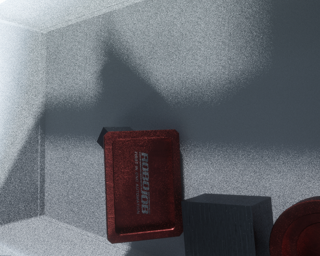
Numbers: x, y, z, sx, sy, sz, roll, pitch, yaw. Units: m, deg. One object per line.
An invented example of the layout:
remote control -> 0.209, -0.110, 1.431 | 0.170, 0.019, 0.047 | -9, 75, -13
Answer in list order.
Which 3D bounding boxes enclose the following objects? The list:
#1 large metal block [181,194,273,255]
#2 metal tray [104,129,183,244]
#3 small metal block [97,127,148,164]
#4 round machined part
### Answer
large metal block -> 0.073, 0.116, 0.329 | 0.080, 0.050, 0.080 | -7, 86, 39
metal tray -> -0.021, 0.068, 0.380 | 0.030, 0.091, 0.129 | 169, 99, -78
small metal block -> -0.050, 0.023, 0.430 | 0.050, 0.050, 0.025 | 42, 116, 31
round machined part -> 0.152, 0.108, 0.270 | 0.098, 0.042, 0.097 | 0, 90, 39
